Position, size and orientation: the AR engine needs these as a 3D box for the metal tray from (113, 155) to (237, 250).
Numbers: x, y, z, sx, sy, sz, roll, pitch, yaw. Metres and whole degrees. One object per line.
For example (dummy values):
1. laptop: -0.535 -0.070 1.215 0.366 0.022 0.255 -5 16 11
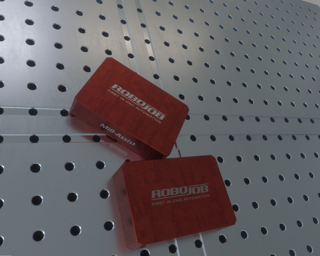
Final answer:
1. metal tray: 0.018 0.082 0.364 0.131 0.030 0.090 -1 63 -29

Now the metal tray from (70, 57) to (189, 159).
1. metal tray: -0.035 -0.024 0.400 0.130 0.030 0.090 32 52 -8
